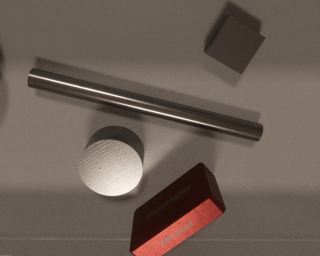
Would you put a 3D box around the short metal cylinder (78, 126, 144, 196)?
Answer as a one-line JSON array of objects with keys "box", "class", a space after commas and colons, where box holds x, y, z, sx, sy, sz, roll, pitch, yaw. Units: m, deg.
[{"box": [-0.062, 0.043, 0.413, 0.081, 0.050, 0.079, 0, 110, -1], "class": "short metal cylinder"}]

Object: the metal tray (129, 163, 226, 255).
[{"box": [0.020, 0.112, 0.418, 0.130, 0.090, 0.030, -39, 106, 12], "class": "metal tray"}]

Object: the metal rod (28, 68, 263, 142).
[{"box": [-0.014, -0.028, 0.400, 0.302, 0.025, 0.025, 13, 110, -6], "class": "metal rod"}]

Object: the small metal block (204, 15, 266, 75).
[{"box": [0.089, -0.101, 0.376, 0.050, 0.025, 0.050, 28, 108, -10], "class": "small metal block"}]
